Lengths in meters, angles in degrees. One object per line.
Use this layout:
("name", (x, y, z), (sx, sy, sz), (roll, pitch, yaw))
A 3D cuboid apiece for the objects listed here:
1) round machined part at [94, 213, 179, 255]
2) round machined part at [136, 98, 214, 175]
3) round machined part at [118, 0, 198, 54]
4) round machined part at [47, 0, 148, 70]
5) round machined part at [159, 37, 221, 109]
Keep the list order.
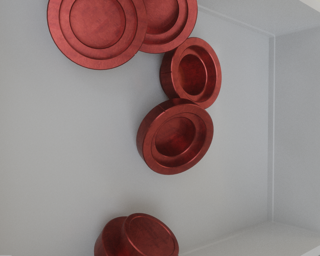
("round machined part", (-0.018, 0.133, 0.342), (0.099, 0.098, 0.042), (16, 114, -39))
("round machined part", (0.015, 0.007, 0.394), (0.099, 0.042, 0.097), (-12, 120, -22))
("round machined part", (-0.006, -0.143, 0.368), (0.098, 0.098, 0.042), (53, 20, -27))
("round machined part", (-0.066, -0.112, 0.325), (0.099, 0.042, 0.097), (-6, 110, -17))
("round machined part", (0.038, -0.072, 0.429), (0.099, 0.042, 0.097), (0, 90, -40))
